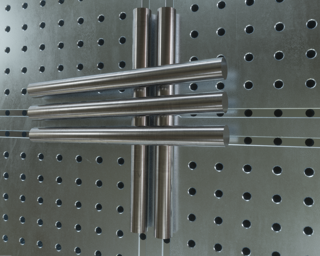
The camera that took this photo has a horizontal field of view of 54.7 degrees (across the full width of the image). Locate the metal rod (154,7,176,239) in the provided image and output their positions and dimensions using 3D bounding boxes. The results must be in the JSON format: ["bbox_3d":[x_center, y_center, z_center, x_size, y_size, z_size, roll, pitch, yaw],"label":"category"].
[{"bbox_3d":[0.007,-0.006,0.410,0.025,0.025,0.298,1,90,19],"label":"metal rod"}]

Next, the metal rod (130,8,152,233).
[{"bbox_3d":[-0.026,-0.010,0.421,0.025,0.025,0.298,1,90,19],"label":"metal rod"}]

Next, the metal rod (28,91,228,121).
[{"bbox_3d":[-0.061,-0.026,0.411,0.300,0.025,0.025,-1,90,27],"label":"metal rod"}]

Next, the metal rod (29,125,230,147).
[{"bbox_3d":[-0.060,0.010,0.410,0.300,0.025,0.025,0,90,28],"label":"metal rod"}]

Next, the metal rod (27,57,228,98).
[{"bbox_3d":[-0.062,-0.062,0.411,0.300,0.025,0.025,-2,90,27],"label":"metal rod"}]
